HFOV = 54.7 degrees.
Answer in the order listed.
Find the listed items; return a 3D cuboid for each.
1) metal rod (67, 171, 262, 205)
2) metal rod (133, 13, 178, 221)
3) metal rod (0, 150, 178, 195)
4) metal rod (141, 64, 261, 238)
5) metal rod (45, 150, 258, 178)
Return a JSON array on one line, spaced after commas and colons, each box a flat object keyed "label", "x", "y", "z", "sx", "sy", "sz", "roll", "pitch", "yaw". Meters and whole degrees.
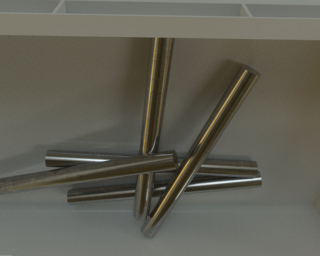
[{"label": "metal rod", "x": 0.004, "y": 0.095, "z": 0.488, "sx": 0.302, "sy": 0.025, "sz": 0.025, "roll": -6, "pitch": 130, "yaw": 5}, {"label": "metal rod", "x": -0.012, "y": 0.011, "z": 0.393, "sx": 0.025, "sy": 0.025, "sz": 0.298, "roll": 5, "pitch": 124, "yaw": -5}, {"label": "metal rod", "x": -0.123, "y": 0.066, "z": 0.428, "sx": 0.301, "sy": 0.025, "sz": 0.025, "roll": -11, "pitch": 130, "yaw": 15}, {"label": "metal rod", "x": 0.043, "y": 0.050, "z": 0.424, "sx": 0.025, "sy": 0.025, "sz": 0.298, "roll": 19, "pitch": 120, "yaw": -16}, {"label": "metal rod", "x": -0.009, "y": 0.052, "z": 0.452, "sx": 0.302, "sy": 0.025, "sz": 0.025, "roll": 3, "pitch": 130, "yaw": -4}]
